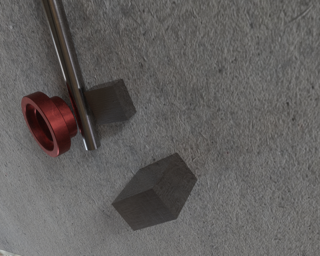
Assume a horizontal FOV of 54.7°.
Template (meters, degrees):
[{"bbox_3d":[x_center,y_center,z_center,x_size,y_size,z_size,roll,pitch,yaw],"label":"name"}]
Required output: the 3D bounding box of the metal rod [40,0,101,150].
[{"bbox_3d":[-0.124,-0.102,0.406,0.025,0.025,0.298,5,121,25],"label":"metal rod"}]

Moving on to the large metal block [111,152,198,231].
[{"bbox_3d":[-0.006,0.087,0.427,0.080,0.080,0.050,-29,103,37],"label":"large metal block"}]

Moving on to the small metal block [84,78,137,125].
[{"bbox_3d":[-0.067,-0.035,0.419,0.050,0.025,0.050,-8,115,31],"label":"small metal block"}]

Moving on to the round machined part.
[{"bbox_3d":[-0.160,-0.009,0.459,0.098,0.042,0.097,29,135,35],"label":"round machined part"}]
